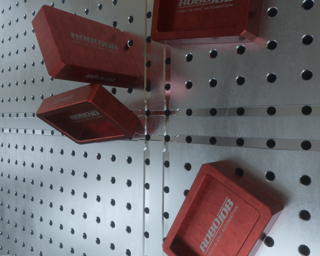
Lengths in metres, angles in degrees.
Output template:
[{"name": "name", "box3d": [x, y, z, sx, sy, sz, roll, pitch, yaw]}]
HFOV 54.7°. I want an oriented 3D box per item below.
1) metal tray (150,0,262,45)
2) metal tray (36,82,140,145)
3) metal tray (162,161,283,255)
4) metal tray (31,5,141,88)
[{"name": "metal tray", "box3d": [0.051, -0.147, 0.362, 0.130, 0.030, 0.089, 10, 96, 39]}, {"name": "metal tray", "box3d": [-0.106, -0.015, 0.450, 0.130, 0.090, 0.030, -9, 52, 39]}, {"name": "metal tray", "box3d": [0.064, 0.115, 0.351, 0.090, 0.030, 0.129, 36, 112, 34]}, {"name": "metal tray", "box3d": [-0.094, -0.104, 0.416, 0.030, 0.131, 0.090, -36, 68, 34]}]
